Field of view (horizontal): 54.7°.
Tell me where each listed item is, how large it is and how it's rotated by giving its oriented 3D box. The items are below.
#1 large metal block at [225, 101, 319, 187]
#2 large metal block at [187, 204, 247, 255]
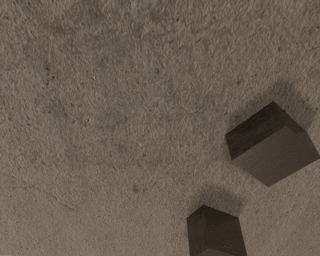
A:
[{"bbox_3d":[0.148,0.024,0.413,0.080,0.050,0.080,35,122,-26],"label":"large metal block"},{"bbox_3d":[0.096,0.190,0.535,0.080,0.080,0.050,25,126,-20],"label":"large metal block"}]
